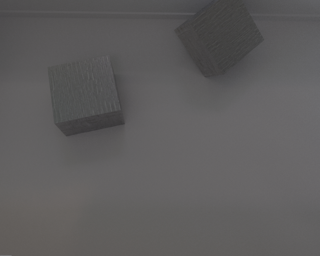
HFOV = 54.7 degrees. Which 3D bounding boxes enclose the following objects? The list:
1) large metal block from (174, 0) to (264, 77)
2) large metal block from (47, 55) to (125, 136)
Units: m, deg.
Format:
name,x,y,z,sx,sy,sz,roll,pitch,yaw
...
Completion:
name,x,y,z,sx,sy,sz,roll,pitch,yaw
large metal block,0.081,-0.128,0.425,0.080,0.050,0.080,-41,107,-13
large metal block,-0.096,-0.042,0.411,0.081,0.050,0.080,-12,71,-5
